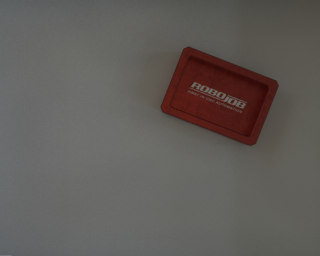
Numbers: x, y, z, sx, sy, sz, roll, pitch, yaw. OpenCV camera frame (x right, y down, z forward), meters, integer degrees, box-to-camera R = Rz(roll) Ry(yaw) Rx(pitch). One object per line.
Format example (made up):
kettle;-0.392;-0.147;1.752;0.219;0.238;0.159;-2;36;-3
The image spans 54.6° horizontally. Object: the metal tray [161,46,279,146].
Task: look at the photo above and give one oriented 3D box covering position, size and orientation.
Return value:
metal tray;0.076;-0.041;0.409;0.131;0.030;0.090;21;90;0
